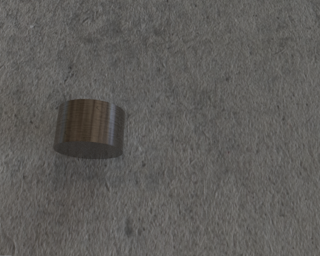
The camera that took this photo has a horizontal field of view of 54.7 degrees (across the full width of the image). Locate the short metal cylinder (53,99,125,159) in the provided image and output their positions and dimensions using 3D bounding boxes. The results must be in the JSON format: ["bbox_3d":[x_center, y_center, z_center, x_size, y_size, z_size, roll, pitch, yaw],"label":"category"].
[{"bbox_3d":[-0.084,0.004,0.376,0.081,0.080,0.050,1,70,0],"label":"short metal cylinder"}]
